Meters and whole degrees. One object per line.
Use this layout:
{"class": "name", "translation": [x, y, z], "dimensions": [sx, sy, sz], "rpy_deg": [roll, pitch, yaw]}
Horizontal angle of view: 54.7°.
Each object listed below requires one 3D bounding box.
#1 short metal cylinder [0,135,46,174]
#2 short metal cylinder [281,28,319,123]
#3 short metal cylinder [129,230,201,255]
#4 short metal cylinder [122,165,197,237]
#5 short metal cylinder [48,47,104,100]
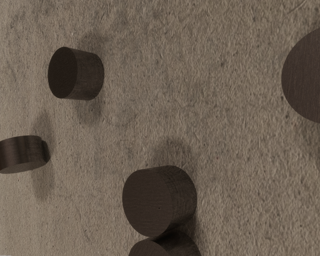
{"class": "short metal cylinder", "translation": [-0.260, 0.050, 0.580], "dimensions": [0.080, 0.081, 0.050], "rpy_deg": [-26, 74, 37]}
{"class": "short metal cylinder", "translation": [0.152, -0.042, 0.263], "dimensions": [0.080, 0.050, 0.079], "rpy_deg": [0, 90, 39]}
{"class": "short metal cylinder", "translation": [0.006, 0.172, 0.382], "dimensions": [0.080, 0.050, 0.079], "rpy_deg": [0, 90, 39]}
{"class": "short metal cylinder", "translation": [-0.001, 0.089, 0.388], "dimensions": [0.080, 0.050, 0.079], "rpy_deg": [0, 90, 39]}
{"class": "short metal cylinder", "translation": [-0.135, -0.085, 0.498], "dimensions": [0.080, 0.050, 0.079], "rpy_deg": [0, 90, 39]}
